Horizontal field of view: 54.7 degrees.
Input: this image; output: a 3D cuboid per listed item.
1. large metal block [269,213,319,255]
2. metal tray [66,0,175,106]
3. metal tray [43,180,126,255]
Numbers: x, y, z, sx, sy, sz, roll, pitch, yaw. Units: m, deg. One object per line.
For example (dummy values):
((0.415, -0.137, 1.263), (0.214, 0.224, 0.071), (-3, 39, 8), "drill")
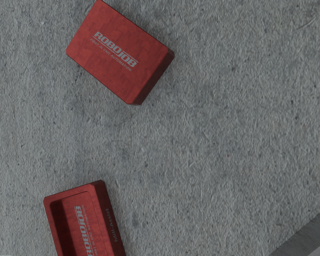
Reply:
((0.161, 0.144, 0.323), (0.050, 0.080, 0.080), (46, 104, 14), "large metal block")
((-0.057, -0.103, 0.426), (0.130, 0.030, 0.090), (39, 102, 15), "metal tray")
((-0.107, 0.149, 0.444), (0.090, 0.030, 0.129), (-20, 84, 18), "metal tray")
